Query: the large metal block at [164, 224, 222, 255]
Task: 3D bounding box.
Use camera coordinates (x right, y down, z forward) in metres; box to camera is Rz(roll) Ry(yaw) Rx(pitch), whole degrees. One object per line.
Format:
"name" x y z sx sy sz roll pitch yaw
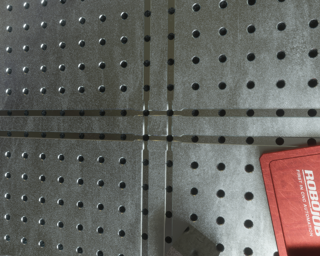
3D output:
"large metal block" 0.025 0.175 0.375 0.050 0.080 0.080 36 102 16

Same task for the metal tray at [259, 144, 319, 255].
"metal tray" 0.171 0.085 0.349 0.090 0.030 0.129 -12 86 19
